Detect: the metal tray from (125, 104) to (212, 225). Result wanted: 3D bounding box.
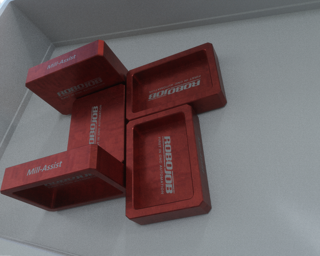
[{"bbox_3d":[0.006,0.042,0.371,0.090,0.030,0.130,-16,55,18],"label":"metal tray"}]

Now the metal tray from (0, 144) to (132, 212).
[{"bbox_3d":[-0.109,0.065,0.376,0.130,0.090,0.030,-16,56,19],"label":"metal tray"}]

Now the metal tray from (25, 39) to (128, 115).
[{"bbox_3d":[-0.118,-0.070,0.462,0.130,0.090,0.030,-17,55,18],"label":"metal tray"}]

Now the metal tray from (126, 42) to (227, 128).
[{"bbox_3d":[0.018,-0.056,0.424,0.130,0.030,0.090,-16,55,18],"label":"metal tray"}]

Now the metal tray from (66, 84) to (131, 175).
[{"bbox_3d":[-0.083,0.007,0.436,0.090,0.030,0.130,-16,55,18],"label":"metal tray"}]
